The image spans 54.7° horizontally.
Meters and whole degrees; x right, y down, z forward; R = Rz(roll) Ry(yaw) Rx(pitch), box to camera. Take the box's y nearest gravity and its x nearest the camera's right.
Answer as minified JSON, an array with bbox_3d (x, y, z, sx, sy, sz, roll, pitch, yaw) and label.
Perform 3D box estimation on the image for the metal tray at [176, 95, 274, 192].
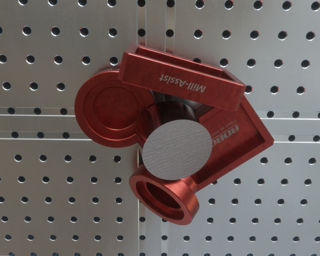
[{"bbox_3d":[0.072,0.017,0.417,0.130,0.030,0.090,-35,107,11],"label":"metal tray"}]

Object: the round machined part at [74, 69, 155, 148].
[{"bbox_3d":[-0.054,-0.027,0.394,0.099,0.042,0.097,0,110,-1],"label":"round machined part"}]

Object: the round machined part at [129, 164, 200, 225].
[{"bbox_3d":[0.010,0.082,0.416,0.098,0.042,0.097,26,145,20],"label":"round machined part"}]

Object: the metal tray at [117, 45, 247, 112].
[{"bbox_3d":[0.023,-0.061,0.356,0.131,0.090,0.030,14,110,-6],"label":"metal tray"}]

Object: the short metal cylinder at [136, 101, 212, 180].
[{"bbox_3d":[0.015,0.014,0.366,0.081,0.050,0.079,-6,120,-11],"label":"short metal cylinder"}]
